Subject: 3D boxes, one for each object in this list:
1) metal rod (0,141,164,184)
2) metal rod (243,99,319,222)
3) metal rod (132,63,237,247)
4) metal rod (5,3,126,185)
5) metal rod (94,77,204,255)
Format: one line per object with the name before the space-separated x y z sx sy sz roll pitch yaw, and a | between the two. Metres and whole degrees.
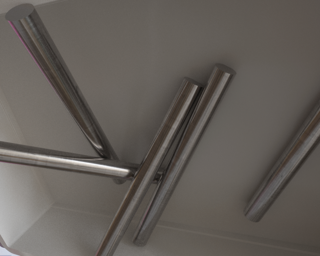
metal rod | -0.126 0.042 0.396 0.302 0.025 0.025 12 132 -21
metal rod | 0.161 0.003 0.325 0.025 0.025 0.298 27 128 11
metal rod | 0.019 0.055 0.407 0.025 0.025 0.298 29 120 10
metal rod | -0.090 -0.009 0.376 0.025 0.025 0.299 13 148 21
metal rod | -0.024 0.071 0.409 0.025 0.025 0.298 30 111 9
